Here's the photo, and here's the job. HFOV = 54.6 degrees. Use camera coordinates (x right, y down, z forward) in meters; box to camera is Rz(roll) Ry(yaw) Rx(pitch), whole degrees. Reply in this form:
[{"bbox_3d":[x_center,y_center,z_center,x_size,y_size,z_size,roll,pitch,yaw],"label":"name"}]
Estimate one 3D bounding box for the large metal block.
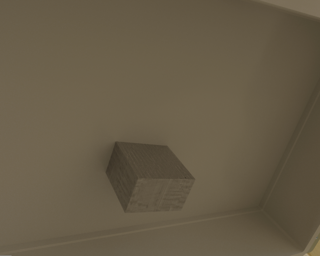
[{"bbox_3d":[-0.015,0.062,0.403,0.081,0.080,0.050,7,115,-32],"label":"large metal block"}]
